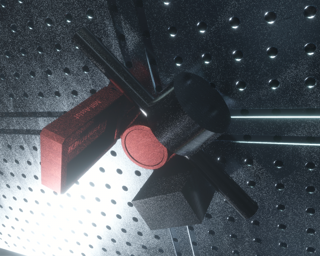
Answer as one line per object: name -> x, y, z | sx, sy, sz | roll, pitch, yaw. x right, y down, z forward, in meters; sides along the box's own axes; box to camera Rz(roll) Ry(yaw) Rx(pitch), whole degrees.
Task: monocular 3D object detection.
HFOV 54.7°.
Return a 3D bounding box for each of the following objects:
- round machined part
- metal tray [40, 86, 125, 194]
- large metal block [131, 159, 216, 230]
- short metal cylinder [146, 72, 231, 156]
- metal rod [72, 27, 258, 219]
round machined part -> -0.012, 0.017, 0.415 | 0.098, 0.042, 0.097 | 13, 124, 20
metal tray -> -0.096, 0.012, 0.400 | 0.030, 0.131, 0.089 | 25, 127, 13
large metal block -> 0.023, 0.086, 0.415 | 0.080, 0.080, 0.050 | -21, 108, 35
short metal cylinder -> 0.032, -0.015, 0.347 | 0.080, 0.080, 0.050 | 45, 129, -3
metal rod -> 0.009, -0.003, 0.376 | 0.300, 0.025, 0.025 | 46, 129, -5
